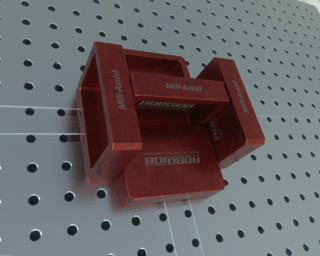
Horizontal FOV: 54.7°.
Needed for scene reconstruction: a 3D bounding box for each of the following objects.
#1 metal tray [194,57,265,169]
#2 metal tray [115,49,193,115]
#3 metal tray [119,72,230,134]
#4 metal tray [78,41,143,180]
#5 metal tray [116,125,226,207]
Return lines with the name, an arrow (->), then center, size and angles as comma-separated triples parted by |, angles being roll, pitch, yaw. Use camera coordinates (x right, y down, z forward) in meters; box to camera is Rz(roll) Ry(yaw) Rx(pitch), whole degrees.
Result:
metal tray -> 0.082, -0.019, 0.423 | 0.030, 0.090, 0.130 | 1, 61, -28
metal tray -> -0.017, -0.064, 0.436 | 0.131, 0.030, 0.090 | 1, 62, -28
metal tray -> 0.009, -0.025, 0.386 | 0.131, 0.090, 0.030 | 1, 62, -28
metal tray -> -0.061, -0.018, 0.345 | 0.030, 0.090, 0.130 | 1, 61, -28
metal tray -> 0.010, 0.043, 0.384 | 0.131, 0.030, 0.090 | 1, 62, -28
